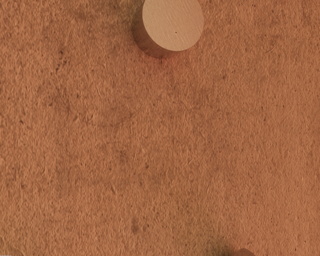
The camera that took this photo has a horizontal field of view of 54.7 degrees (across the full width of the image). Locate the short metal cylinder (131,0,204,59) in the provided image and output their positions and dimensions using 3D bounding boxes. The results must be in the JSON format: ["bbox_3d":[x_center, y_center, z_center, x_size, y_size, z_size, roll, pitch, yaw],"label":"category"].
[{"bbox_3d":[0.009,-0.133,0.399,0.081,0.050,0.080,0,90,-20],"label":"short metal cylinder"}]

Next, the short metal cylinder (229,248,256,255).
[{"bbox_3d":[0.114,0.214,0.422,0.050,0.080,0.080,-23,98,-19],"label":"short metal cylinder"}]
